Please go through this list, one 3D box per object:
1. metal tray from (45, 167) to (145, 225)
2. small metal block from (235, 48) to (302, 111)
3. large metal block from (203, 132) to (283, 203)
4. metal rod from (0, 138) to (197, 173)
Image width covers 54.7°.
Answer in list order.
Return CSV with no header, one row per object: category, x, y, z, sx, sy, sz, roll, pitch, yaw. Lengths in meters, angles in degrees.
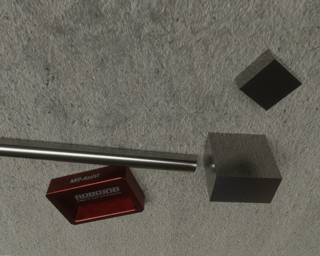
metal tray,-0.100,0.108,0.494,0.130,0.030,0.090,-14,129,11
small metal block,0.126,-0.055,0.362,0.050,0.025,0.050,32,123,-25
large metal block,0.106,0.052,0.417,0.081,0.080,0.050,3,130,-3
metal rod,-0.099,0.038,0.438,0.302,0.025,0.025,6,130,-6
